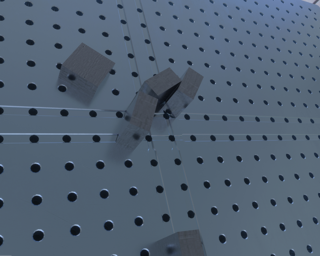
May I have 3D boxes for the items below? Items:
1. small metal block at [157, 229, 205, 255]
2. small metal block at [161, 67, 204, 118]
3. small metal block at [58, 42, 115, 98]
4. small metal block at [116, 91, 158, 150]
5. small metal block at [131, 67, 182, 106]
[{"bbox_3d":[0.022,0.137,0.320,0.025,0.050,0.050,3,60,-27],"label":"small metal block"},{"bbox_3d":[0.032,-0.050,0.439,0.025,0.050,0.050,33,52,-8],"label":"small metal block"},{"bbox_3d":[-0.094,-0.076,0.403,0.050,0.025,0.050,31,52,-8],"label":"small metal block"},{"bbox_3d":[-0.028,-0.009,0.382,0.025,0.050,0.050,24,53,-14],"label":"small metal block"},{"bbox_3d":[-0.005,-0.049,0.419,0.025,0.050,0.050,49,52,6],"label":"small metal block"}]
